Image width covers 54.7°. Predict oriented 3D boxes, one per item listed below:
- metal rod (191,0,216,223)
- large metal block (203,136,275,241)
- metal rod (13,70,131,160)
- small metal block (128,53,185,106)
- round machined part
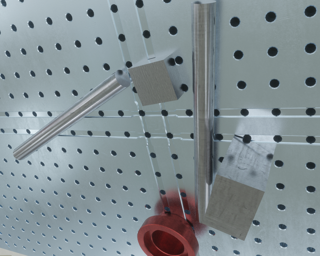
[{"bbox_3d":[0.054,0.003,0.383,0.025,0.025,0.298,9,123,23],"label":"metal rod"},{"bbox_3d":[0.094,0.069,0.368,0.050,0.080,0.079,19,126,17],"label":"large metal block"},{"bbox_3d":[-0.153,-0.008,0.484,0.299,0.025,0.025,-28,104,37],"label":"metal rod"},{"bbox_3d":[-0.004,-0.058,0.376,0.050,0.025,0.050,-8,115,31],"label":"small metal block"},{"bbox_3d":[0.016,0.178,0.500,0.098,0.042,0.097,13,124,20],"label":"round machined part"}]
